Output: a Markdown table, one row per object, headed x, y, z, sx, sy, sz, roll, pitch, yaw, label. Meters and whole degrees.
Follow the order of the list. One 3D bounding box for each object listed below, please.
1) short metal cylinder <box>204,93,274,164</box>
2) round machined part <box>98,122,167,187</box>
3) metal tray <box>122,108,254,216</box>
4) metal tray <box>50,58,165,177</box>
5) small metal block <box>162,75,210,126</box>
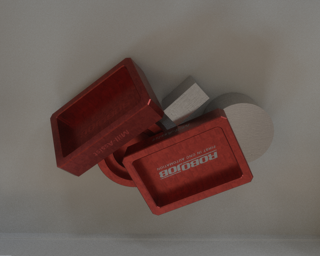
| x | y | z | sx | sy | sz | roll | pitch | yaw | label |
| --- | --- | --- | --- | --- | --- | --- | --- | --- | --- |
| 0.097 | 0.000 | 0.397 | 0.081 | 0.050 | 0.079 | 0 | 110 | -1 | short metal cylinder |
| -0.033 | 0.026 | 0.411 | 0.099 | 0.042 | 0.097 | 0 | 110 | -1 | round machined part |
| 0.033 | 0.043 | 0.372 | 0.130 | 0.030 | 0.090 | -24 | 108 | 12 | metal tray |
| -0.068 | -0.014 | 0.367 | 0.130 | 0.090 | 0.030 | -35 | 138 | 11 | metal tray |
| 0.030 | -0.035 | 0.383 | 0.050 | 0.050 | 0.025 | -41 | 105 | 12 | small metal block |
